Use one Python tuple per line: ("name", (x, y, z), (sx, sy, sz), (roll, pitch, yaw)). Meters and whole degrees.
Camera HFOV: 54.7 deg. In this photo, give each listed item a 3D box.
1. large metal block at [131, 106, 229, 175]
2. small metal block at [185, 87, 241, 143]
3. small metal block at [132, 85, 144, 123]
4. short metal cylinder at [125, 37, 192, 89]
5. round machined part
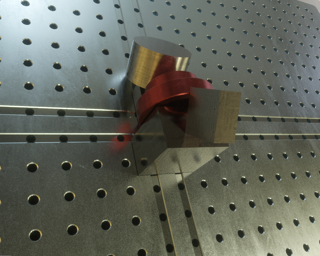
("large metal block", (0.021, 0.017, 0.374), (0.081, 0.080, 0.050), (1, 62, -28))
("small metal block", (0.052, -0.014, 0.314), (0.025, 0.050, 0.050), (2, 99, -29))
("small metal block", (-0.006, -0.034, 0.426), (0.050, 0.025, 0.050), (1, 61, -28))
("short metal cylinder", (-0.003, -0.088, 0.424), (0.081, 0.050, 0.080), (14, 27, -7))
("round machined part", (0.019, -0.034, 0.380), (0.099, 0.097, 0.042), (1, 62, -28))
